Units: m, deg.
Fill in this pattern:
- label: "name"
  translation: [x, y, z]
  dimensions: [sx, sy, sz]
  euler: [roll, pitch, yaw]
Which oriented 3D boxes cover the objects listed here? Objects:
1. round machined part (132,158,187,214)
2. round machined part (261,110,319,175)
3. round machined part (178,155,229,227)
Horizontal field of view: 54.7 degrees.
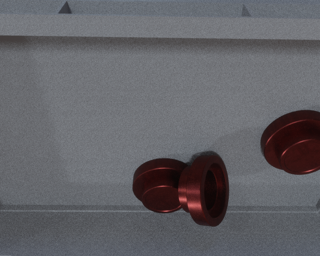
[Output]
- label: "round machined part"
  translation: [0.007, 0.095, 0.479]
  dimensions: [0.099, 0.042, 0.097]
  euler: [0, 130, 0]
- label: "round machined part"
  translation: [0.192, 0.026, 0.422]
  dimensions: [0.099, 0.042, 0.097]
  euler: [0, 130, 0]
- label: "round machined part"
  translation: [0.061, 0.088, 0.442]
  dimensions: [0.042, 0.098, 0.098]
  euler: [-5, 134, 33]
